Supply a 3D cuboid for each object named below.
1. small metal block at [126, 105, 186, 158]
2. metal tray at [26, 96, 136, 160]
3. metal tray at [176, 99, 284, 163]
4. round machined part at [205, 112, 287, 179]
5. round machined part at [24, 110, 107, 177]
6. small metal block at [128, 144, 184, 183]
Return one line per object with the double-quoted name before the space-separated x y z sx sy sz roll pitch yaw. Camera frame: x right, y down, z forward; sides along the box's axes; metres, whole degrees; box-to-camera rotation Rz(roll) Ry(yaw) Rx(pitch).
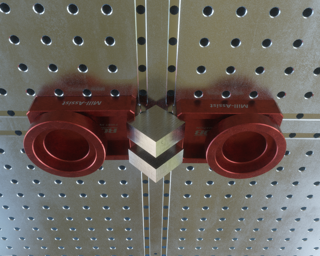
"small metal block" -0.005 0.002 0.378 0.050 0.050 0.025 33 139 32
"metal tray" -0.095 0.002 0.411 0.131 0.030 0.089 -1 132 0
"metal tray" 0.086 0.006 0.415 0.131 0.030 0.089 0 131 -1
"round machined part" 0.107 0.018 0.400 0.099 0.042 0.097 0 130 0
"round machined part" -0.117 0.016 0.396 0.099 0.042 0.097 0 130 0
"small metal block" -0.005 0.036 0.407 0.050 0.050 0.025 33 139 32
